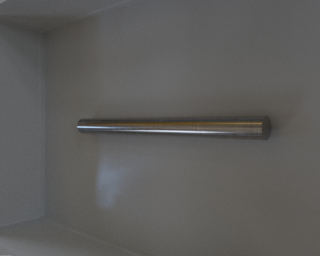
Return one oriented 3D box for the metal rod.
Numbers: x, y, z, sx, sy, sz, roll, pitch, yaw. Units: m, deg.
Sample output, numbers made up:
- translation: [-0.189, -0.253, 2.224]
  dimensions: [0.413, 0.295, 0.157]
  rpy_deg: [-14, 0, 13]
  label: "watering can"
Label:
- translation: [-0.008, -0.002, 0.409]
  dimensions: [0.300, 0.025, 0.025]
  rpy_deg: [1, 91, 39]
  label: "metal rod"
